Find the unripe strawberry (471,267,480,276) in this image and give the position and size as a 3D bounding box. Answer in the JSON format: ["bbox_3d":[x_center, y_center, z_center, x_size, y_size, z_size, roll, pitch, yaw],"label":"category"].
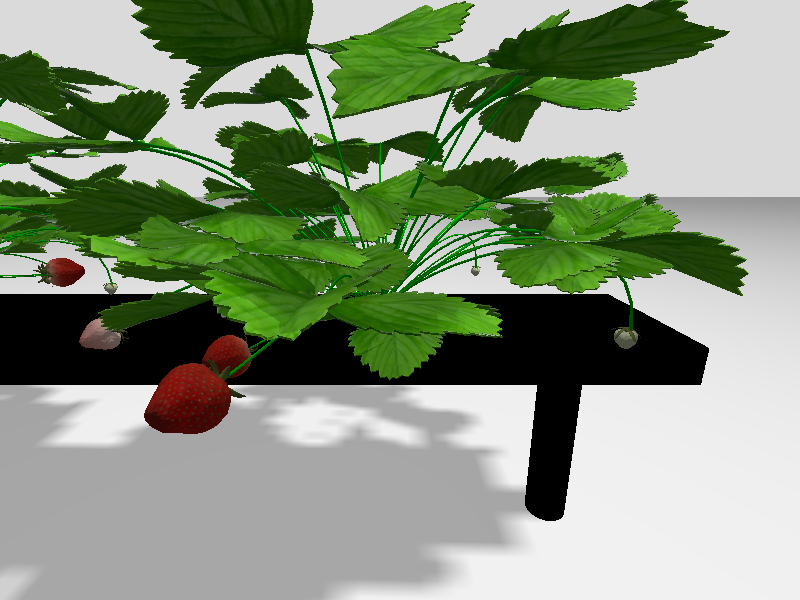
[{"bbox_3d":[0.092,-0.035,0.487,0.011,0.011,0.010,14,21,39],"label":"unripe strawberry"}]

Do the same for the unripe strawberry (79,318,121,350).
[{"bbox_3d":[-0.213,0.025,0.284,0.024,0.023,0.026,-18,22,-19],"label":"unripe strawberry"}]

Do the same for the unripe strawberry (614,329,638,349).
[{"bbox_3d":[0.156,0.027,0.277,0.015,0.014,0.013,8,18,26],"label":"unripe strawberry"}]

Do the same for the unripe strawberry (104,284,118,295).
[{"bbox_3d":[-0.306,-0.011,0.425,0.011,0.012,0.011,-6,17,-20],"label":"unripe strawberry"}]

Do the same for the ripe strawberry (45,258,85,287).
[{"bbox_3d":[-0.384,-0.032,0.461,0.037,0.033,0.034,13,20,38],"label":"ripe strawberry"}]

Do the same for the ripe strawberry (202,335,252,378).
[{"bbox_3d":[-0.107,0.036,0.245,0.026,0.027,0.028,11,20,33],"label":"ripe strawberry"}]

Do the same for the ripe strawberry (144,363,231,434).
[{"bbox_3d":[-0.101,0.048,0.190,0.036,0.031,0.036,7,18,23],"label":"ripe strawberry"}]
